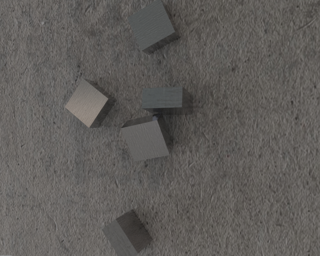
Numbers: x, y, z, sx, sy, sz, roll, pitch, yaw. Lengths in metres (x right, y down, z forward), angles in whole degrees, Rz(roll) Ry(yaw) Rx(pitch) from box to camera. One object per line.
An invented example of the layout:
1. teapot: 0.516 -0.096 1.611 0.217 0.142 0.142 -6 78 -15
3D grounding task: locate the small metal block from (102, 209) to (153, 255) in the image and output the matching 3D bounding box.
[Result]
1. small metal block: -0.042 0.142 0.410 0.025 0.050 0.050 -40 78 16

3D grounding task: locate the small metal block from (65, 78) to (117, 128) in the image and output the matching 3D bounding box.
1. small metal block: -0.099 -0.035 0.444 0.050 0.025 0.050 39 102 15

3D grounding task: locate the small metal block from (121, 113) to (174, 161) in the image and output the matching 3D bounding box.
1. small metal block: -0.016 0.012 0.405 0.050 0.025 0.050 -12 111 19

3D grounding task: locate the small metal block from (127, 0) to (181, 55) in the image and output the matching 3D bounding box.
1. small metal block: -0.008 -0.134 0.412 0.050 0.025 0.050 -25 82 18

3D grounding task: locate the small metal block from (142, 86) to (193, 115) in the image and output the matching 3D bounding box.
1. small metal block: 0.011 -0.033 0.390 0.050 0.050 0.025 0 83 20
